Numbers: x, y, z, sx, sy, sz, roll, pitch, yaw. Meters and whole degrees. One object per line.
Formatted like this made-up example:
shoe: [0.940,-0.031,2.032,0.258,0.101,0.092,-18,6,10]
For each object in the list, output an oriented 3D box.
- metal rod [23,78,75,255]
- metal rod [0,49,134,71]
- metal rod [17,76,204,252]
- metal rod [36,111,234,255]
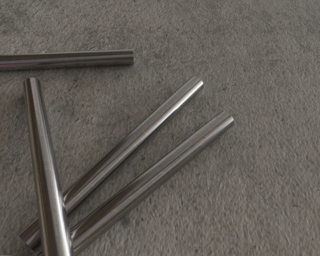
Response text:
metal rod: [-0.133,0.031,0.351,0.025,0.025,0.300,-17,45,-14]
metal rod: [-0.193,-0.105,0.489,0.302,0.025,0.025,-4,50,-4]
metal rod: [-0.039,0.024,0.382,0.025,0.025,0.301,31,56,23]
metal rod: [-0.021,0.067,0.346,0.302,0.025,0.025,-36,59,-27]
